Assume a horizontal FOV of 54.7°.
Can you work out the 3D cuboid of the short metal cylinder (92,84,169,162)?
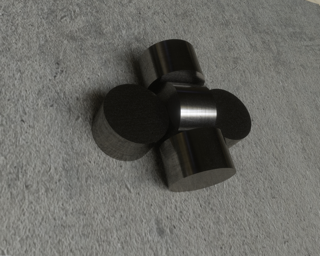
[{"bbox_3d":[-0.036,-0.006,0.373,0.081,0.050,0.080,14,55,-21],"label":"short metal cylinder"}]

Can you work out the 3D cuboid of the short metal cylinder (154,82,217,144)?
[{"bbox_3d":[0.027,-0.017,0.396,0.050,0.080,0.080,0,62,-28],"label":"short metal cylinder"}]

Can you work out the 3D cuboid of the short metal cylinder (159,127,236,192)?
[{"bbox_3d":[0.044,0.040,0.370,0.081,0.080,0.050,0,62,-28],"label":"short metal cylinder"}]

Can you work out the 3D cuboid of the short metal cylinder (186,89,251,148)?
[{"bbox_3d":[0.080,-0.008,0.436,0.081,0.050,0.080,13,57,-21],"label":"short metal cylinder"}]

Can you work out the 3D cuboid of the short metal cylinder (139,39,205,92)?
[{"bbox_3d":[0.015,-0.075,0.424,0.081,0.080,0.050,0,62,-28],"label":"short metal cylinder"}]
